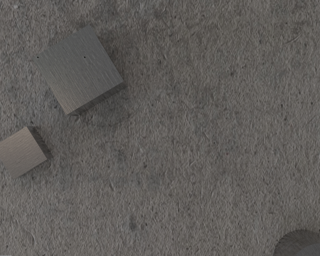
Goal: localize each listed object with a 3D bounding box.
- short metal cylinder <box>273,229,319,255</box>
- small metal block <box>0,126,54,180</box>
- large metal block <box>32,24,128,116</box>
[{"bbox_3d":[0.195,0.179,0.399,0.081,0.050,0.080,0,90,0],"label":"short metal cylinder"},{"bbox_3d":[-0.179,0.032,0.409,0.050,0.025,0.050,-32,90,0],"label":"small metal block"},{"bbox_3d":[-0.099,-0.070,0.397,0.080,0.050,0.080,-31,90,0],"label":"large metal block"}]
